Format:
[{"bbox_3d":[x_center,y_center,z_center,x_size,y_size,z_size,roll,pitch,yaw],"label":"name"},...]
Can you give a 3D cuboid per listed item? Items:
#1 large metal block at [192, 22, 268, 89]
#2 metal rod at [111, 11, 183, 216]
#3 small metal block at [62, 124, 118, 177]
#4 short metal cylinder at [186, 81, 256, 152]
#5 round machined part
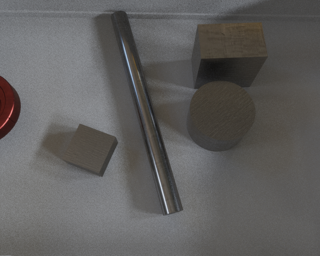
[{"bbox_3d":[0.088,-0.094,0.416,0.081,0.080,0.050,-2,70,-1],"label":"large metal block"},{"bbox_3d":[-0.023,-0.034,0.421,0.025,0.025,0.299,-14,71,-6],"label":"metal rod"},{"bbox_3d":[-0.089,0.029,0.398,0.050,0.025,0.050,20,71,7],"label":"small metal block"},{"bbox_3d":[0.077,-0.014,0.403,0.081,0.050,0.080,0,70,0],"label":"short metal cylinder"},{"bbox_3d":[-0.232,-0.021,0.406,0.099,0.042,0.098,0,70,-1],"label":"round machined part"}]
